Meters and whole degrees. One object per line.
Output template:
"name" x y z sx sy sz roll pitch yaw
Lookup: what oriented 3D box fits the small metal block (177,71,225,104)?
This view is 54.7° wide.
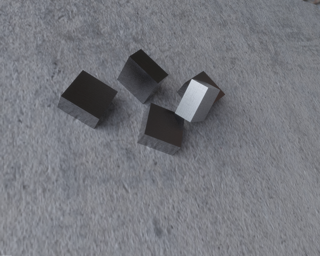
"small metal block" 0.063 -0.053 0.472 0.050 0.025 0.050 49 51 6

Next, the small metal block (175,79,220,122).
"small metal block" 0.052 -0.036 0.420 0.025 0.050 0.050 33 17 23

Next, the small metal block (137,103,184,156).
"small metal block" 0.002 0.002 0.405 0.050 0.025 0.050 21 54 -16

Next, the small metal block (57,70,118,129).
"small metal block" -0.088 -0.035 0.379 0.050 0.025 0.050 32 51 -8

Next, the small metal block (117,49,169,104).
"small metal block" -0.024 -0.069 0.418 0.050 0.050 0.025 44 51 1
